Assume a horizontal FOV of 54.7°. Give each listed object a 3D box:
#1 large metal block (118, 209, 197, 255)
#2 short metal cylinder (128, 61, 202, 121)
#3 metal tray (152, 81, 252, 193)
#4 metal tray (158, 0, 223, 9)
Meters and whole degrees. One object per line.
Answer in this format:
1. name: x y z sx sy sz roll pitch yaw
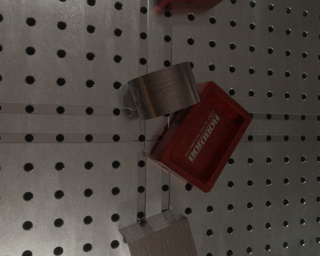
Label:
1. large metal block: 0.000 0.161 0.401 0.081 0.050 0.080 -16 96 -20
2. short metal cylinder: 0.006 -0.046 0.386 0.081 0.080 0.050 -21 97 -19
3. metal tray: 0.061 0.012 0.430 0.090 0.030 0.130 37 78 -20
4. metal tray: 0.036 -0.235 0.424 0.091 0.030 0.129 -9 93 -20
